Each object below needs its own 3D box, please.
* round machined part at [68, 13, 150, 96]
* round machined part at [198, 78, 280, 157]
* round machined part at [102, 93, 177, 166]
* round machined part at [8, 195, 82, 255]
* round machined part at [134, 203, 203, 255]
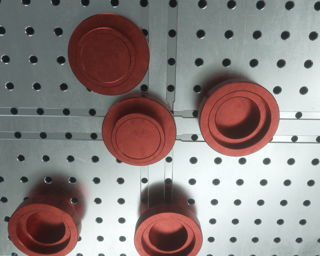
[{"bbox_3d":[-0.062,-0.086,0.372,0.099,0.042,0.097,0,110,0],"label":"round machined part"},{"bbox_3d":[0.098,-0.016,0.399,0.099,0.042,0.097,0,110,0],"label":"round machined part"},{"bbox_3d":[-0.027,0.007,0.407,0.099,0.042,0.097,0,110,0],"label":"round machined part"},{"bbox_3d":[-0.164,0.140,0.455,0.099,0.042,0.097,0,110,0],"label":"round machined part"},{"bbox_3d":[0.012,0.153,0.461,0.099,0.042,0.097,0,110,0],"label":"round machined part"}]
